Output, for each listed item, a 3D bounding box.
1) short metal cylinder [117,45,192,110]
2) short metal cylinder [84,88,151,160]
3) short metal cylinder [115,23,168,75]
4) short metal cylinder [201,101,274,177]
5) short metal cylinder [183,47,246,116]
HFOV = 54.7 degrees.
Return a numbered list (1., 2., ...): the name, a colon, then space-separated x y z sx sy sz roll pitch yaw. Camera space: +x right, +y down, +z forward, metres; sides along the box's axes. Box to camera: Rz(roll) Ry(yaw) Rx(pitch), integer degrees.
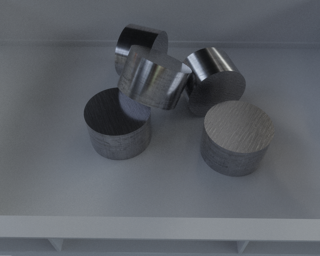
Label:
1. short metal cylinder: -0.007 -0.064 0.388 0.080 0.050 0.080 20 23 -9
2. short metal cylinder: -0.051 -0.006 0.393 0.080 0.050 0.080 0 50 0
3. short metal cylinder: -0.026 -0.109 0.461 0.050 0.080 0.080 18 52 14
4. short metal cylinder: 0.092 0.012 0.379 0.080 0.050 0.080 0 50 0
5. short metal cylinder: 0.068 -0.061 0.421 0.081 0.080 0.050 -13 51 -11
